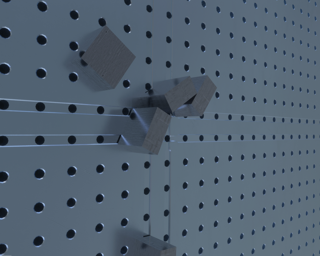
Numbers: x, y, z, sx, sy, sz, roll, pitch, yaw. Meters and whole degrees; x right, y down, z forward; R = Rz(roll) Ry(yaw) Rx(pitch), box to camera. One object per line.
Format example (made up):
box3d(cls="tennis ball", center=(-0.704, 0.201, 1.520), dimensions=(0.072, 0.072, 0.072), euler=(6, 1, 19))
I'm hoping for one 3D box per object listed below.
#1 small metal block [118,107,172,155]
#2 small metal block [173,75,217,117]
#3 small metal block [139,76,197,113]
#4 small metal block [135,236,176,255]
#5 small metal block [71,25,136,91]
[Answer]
box3d(cls="small metal block", center=(-0.019, 0.003, 0.376), dimensions=(0.025, 0.050, 0.050), euler=(33, 70, -35))
box3d(cls="small metal block", center=(0.043, -0.043, 0.427), dimensions=(0.025, 0.050, 0.050), euler=(45, 63, -31))
box3d(cls="small metal block", center=(0.010, -0.042, 0.400), dimensions=(0.050, 0.050, 0.025), euler=(-39, 114, -33))
box3d(cls="small metal block", center=(-0.007, 0.168, 0.386), dimensions=(0.025, 0.050, 0.050), euler=(4, 87, -40))
box3d(cls="small metal block", center=(-0.063, -0.079, 0.355), dimensions=(0.050, 0.025, 0.050), euler=(43, 64, -31))
